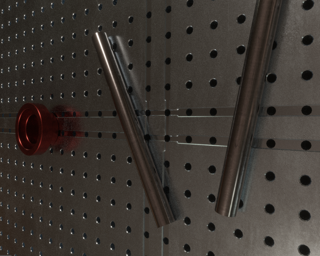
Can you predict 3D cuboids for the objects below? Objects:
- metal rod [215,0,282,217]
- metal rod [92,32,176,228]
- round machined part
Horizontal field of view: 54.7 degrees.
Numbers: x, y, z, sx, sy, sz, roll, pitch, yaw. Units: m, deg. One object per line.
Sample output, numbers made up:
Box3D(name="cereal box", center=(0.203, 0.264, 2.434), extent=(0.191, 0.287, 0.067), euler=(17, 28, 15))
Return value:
Box3D(name="metal rod", center=(0.098, -0.051, 0.327), extent=(0.025, 0.025, 0.298), euler=(16, 100, 38))
Box3D(name="metal rod", center=(-0.043, -0.009, 0.442), extent=(0.025, 0.025, 0.299), euler=(-33, 70, 35))
Box3D(name="round machined part", center=(-0.228, 0.002, 0.583), extent=(0.098, 0.042, 0.097), euler=(0, 90, 39))
